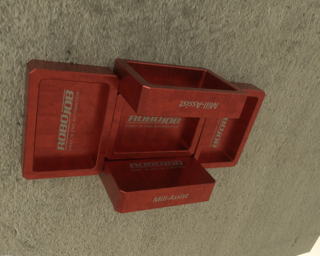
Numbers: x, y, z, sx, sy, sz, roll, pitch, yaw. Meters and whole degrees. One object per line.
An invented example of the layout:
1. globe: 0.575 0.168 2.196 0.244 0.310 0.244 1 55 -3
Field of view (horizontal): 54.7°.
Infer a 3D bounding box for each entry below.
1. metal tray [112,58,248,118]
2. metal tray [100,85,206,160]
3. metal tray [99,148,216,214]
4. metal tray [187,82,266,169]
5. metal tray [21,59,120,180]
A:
1. metal tray: 0.021 -0.045 0.352 0.131 0.090 0.030 0 119 -29
2. metal tray: -0.006 -0.007 0.399 0.131 0.030 0.089 1 118 -29
3. metal tray: -0.006 0.061 0.400 0.131 0.090 0.030 0 118 -29
4. metal tray: 0.091 -0.002 0.456 0.091 0.030 0.129 0 118 -29
5. metal tray: -0.102 -0.006 0.346 0.091 0.030 0.129 0 118 -29
